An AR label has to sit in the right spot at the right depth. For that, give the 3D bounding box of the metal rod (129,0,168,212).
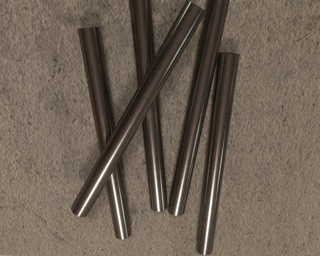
[{"bbox_3d":[-0.013,-0.025,0.400,0.025,0.025,0.298,-4,110,1],"label":"metal rod"}]

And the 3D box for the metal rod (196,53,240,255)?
[{"bbox_3d":[0.076,0.049,0.428,0.025,0.025,0.298,3,110,-2],"label":"metal rod"}]

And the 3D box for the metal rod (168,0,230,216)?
[{"bbox_3d":[0.046,-0.017,0.404,0.025,0.025,0.298,8,110,-4],"label":"metal rod"}]

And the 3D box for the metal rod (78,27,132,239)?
[{"bbox_3d":[-0.070,0.021,0.416,0.025,0.025,0.298,-5,110,1],"label":"metal rod"}]

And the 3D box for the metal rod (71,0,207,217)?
[{"bbox_3d":[-0.035,-0.010,0.377,0.025,0.025,0.298,28,107,-10],"label":"metal rod"}]
